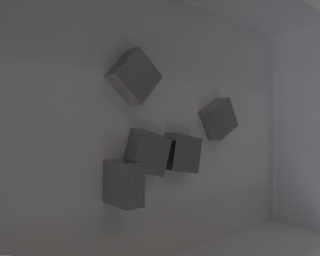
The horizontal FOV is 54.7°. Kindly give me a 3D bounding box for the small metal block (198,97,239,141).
[{"bbox_3d":[0.092,-0.015,0.483,0.050,0.025,0.050,-35,112,-34],"label":"small metal block"}]

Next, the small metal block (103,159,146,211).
[{"bbox_3d":[-0.042,0.063,0.355,0.025,0.050,0.050,1,90,-40],"label":"small metal block"}]

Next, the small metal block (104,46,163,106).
[{"bbox_3d":[-0.031,-0.063,0.380,0.050,0.025,0.050,50,61,-29],"label":"small metal block"}]

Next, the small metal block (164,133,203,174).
[{"bbox_3d":[0.030,0.035,0.432,0.050,0.025,0.050,13,82,-39],"label":"small metal block"}]

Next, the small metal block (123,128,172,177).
[{"bbox_3d":[-0.016,0.032,0.393,0.050,0.025,0.050,22,76,-38],"label":"small metal block"}]
